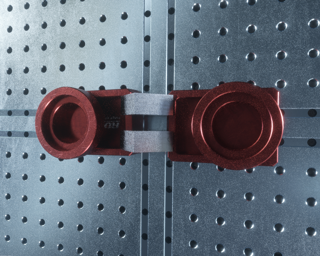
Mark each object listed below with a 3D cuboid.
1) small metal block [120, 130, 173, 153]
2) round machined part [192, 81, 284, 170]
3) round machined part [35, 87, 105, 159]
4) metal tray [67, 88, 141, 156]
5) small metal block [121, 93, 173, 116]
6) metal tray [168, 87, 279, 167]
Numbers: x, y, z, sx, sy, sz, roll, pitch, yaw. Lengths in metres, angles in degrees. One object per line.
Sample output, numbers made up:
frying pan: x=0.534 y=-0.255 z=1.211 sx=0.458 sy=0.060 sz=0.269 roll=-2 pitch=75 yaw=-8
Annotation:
small metal block: x=-0.018 y=0.016 z=0.390 sx=0.050 sy=0.050 sz=0.025 roll=-178 pitch=89 yaw=-64
round machined part: x=0.090 y=-0.003 z=0.358 sx=0.098 sy=0.042 sz=0.097 roll=0 pitch=90 yaw=20
round machined part: x=-0.120 y=-0.007 z=0.433 sx=0.098 sy=0.042 sz=0.097 roll=0 pitch=90 yaw=20
metal tray: x=-0.094 y=-0.008 z=0.444 sx=0.130 sy=0.030 sz=0.089 roll=-1 pitch=92 yaw=20
small metal block: x=-0.017 y=-0.029 z=0.390 sx=0.050 sy=0.050 sz=0.025 roll=-178 pitch=89 yaw=-64
metal tray: x=0.077 y=-0.002 z=0.383 sx=0.130 sy=0.030 sz=0.089 roll=1 pitch=90 yaw=19
